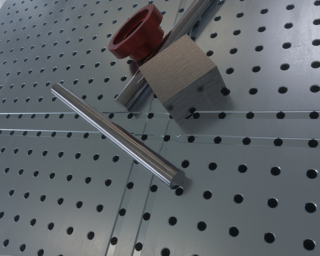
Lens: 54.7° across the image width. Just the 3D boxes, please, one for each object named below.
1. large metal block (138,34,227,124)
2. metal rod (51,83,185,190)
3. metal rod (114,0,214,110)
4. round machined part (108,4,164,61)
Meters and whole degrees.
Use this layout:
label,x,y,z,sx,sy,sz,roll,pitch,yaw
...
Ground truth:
label,x,y,z,sx,sy,sz,roll,pitch,yaw
large metal block,0.029,-0.067,0.418,0.080,0.050,0.080,-35,51,5
metal rod,-0.079,-0.003,0.451,0.300,0.025,0.025,33,80,38
metal rod,0.031,-0.152,0.485,0.025,0.025,0.300,29,77,37
round machined part,-0.032,-0.144,0.489,0.098,0.042,0.098,-33,32,24
